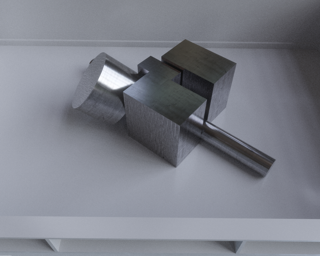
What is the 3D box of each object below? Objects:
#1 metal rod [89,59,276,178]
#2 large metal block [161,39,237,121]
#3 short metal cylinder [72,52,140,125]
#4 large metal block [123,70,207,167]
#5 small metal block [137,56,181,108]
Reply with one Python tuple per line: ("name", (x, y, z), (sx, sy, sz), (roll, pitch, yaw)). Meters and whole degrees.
("metal rod", (0.014, -0.025, 0.425), (0.300, 0.025, 0.025), (32, 57, 23))
("large metal block", (0.049, -0.061, 0.420), (0.080, 0.080, 0.050), (33, 57, 24))
("short metal cylinder", (-0.071, -0.050, 0.401), (0.050, 0.080, 0.080), (29, 43, -29))
("large metal block", (0.005, -0.011, 0.378), (0.080, 0.080, 0.050), (32, 57, 23))
("small metal block", (-0.001, -0.059, 0.407), (0.050, 0.050, 0.025), (33, 58, 24))
